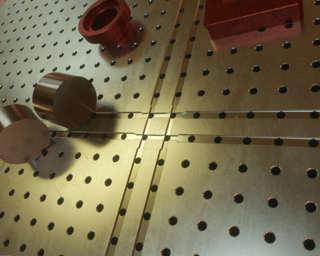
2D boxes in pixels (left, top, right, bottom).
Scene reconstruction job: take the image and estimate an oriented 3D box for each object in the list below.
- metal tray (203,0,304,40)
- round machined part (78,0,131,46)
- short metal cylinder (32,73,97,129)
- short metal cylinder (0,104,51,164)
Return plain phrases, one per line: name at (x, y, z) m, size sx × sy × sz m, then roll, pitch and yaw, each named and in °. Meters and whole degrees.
metal tray at (0.132, -0.183, 0.448) m, size 0.130 × 0.030 × 0.090 m, roll -6°, pitch 59°, yaw 25°
round machined part at (-0.096, -0.190, 0.565) m, size 0.098 × 0.042 × 0.098 m, roll -13°, pitch 56°, yaw 21°
short metal cylinder at (-0.145, -0.043, 0.476) m, size 0.050 × 0.080 × 0.080 m, roll 16°, pitch 70°, yaw 34°
short metal cylinder at (-0.220, 0.010, 0.483) m, size 0.080 × 0.080 × 0.050 m, roll -48°, pitch 51°, yaw -6°
